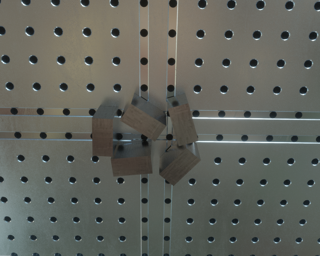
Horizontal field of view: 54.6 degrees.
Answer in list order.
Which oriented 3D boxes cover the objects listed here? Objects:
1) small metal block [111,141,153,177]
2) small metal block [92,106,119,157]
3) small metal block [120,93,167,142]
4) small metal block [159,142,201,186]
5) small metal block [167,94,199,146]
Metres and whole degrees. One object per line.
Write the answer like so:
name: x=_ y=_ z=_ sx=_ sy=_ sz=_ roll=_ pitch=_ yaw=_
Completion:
small metal block: x=-0.035 y=0.040 z=0.414 sx=0.050 sy=0.050 sz=0.025 roll=-5 pitch=110 yaw=1
small metal block: x=-0.070 y=0.003 z=0.401 sx=0.025 sy=0.050 sz=0.050 roll=3 pitch=111 yaw=-1
small metal block: x=-0.020 y=-0.015 z=0.394 sx=0.050 sy=0.050 sz=0.025 roll=32 pitch=108 yaw=-12
small metal block: x=0.025 y=0.041 z=0.415 sx=0.025 sy=0.050 sz=0.050 roll=41 pitch=105 yaw=-13
small metal block: x=0.028 y=-0.012 z=0.395 sx=0.025 sy=0.050 sz=0.050 roll=-15 pitch=109 yaw=5
